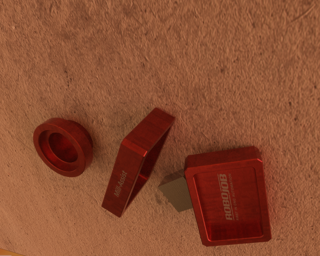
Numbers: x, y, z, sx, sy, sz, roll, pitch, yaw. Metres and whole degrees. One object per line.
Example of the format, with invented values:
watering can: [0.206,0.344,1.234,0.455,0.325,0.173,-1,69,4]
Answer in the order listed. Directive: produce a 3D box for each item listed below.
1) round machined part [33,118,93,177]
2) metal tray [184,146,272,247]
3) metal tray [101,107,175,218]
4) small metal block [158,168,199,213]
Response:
round machined part: [-0.146,0.026,0.489,0.098,0.042,0.097,13,124,21]
metal tray: [0.088,0.091,0.395,0.090,0.030,0.129,-10,115,12]
metal tray: [-0.029,0.046,0.408,0.030,0.090,0.129,29,128,9]
small metal block: [0.034,0.088,0.444,0.050,0.025,0.050,-30,102,38]
